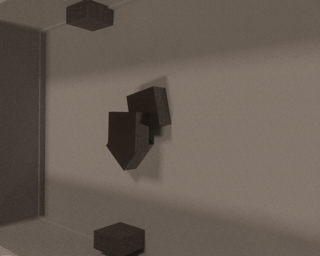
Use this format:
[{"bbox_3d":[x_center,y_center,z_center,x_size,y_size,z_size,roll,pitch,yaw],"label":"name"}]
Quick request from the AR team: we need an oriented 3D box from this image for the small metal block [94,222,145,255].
[{"bbox_3d":[-0.057,0.156,0.435,0.050,0.050,0.025,2,92,39],"label":"small metal block"}]

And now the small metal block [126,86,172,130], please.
[{"bbox_3d":[-0.015,-0.024,0.418,0.050,0.025,0.050,-15,81,38],"label":"small metal block"}]

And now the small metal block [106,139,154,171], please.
[{"bbox_3d":[-0.044,0.024,0.441,0.050,0.025,0.050,50,119,28],"label":"small metal block"}]

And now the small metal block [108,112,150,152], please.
[{"bbox_3d":[-0.041,0.004,0.406,0.050,0.025,0.050,3,92,39],"label":"small metal block"}]

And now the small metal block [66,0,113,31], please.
[{"bbox_3d":[-0.108,-0.172,0.477,0.050,0.050,0.025,0,91,39],"label":"small metal block"}]
